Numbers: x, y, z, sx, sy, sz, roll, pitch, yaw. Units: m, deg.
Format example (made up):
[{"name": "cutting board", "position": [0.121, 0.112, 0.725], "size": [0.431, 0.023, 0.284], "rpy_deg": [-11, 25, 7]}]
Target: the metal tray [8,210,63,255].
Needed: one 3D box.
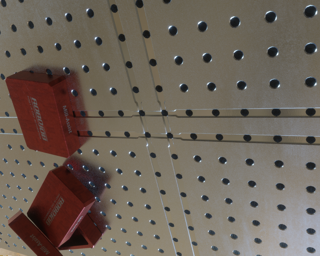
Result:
[{"name": "metal tray", "position": [-0.239, 0.221, 0.605], "size": [0.130, 0.030, 0.090], "rpy_deg": [51, 153, -9]}]

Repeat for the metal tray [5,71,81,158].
[{"name": "metal tray", "position": [-0.182, -0.020, 0.489], "size": [0.090, 0.030, 0.129], "rpy_deg": [10, 123, 22]}]

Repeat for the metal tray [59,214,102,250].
[{"name": "metal tray", "position": [-0.190, 0.203, 0.630], "size": [0.130, 0.030, 0.090], "rpy_deg": [-20, 108, 35]}]

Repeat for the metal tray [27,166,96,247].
[{"name": "metal tray", "position": [-0.182, 0.143, 0.563], "size": [0.090, 0.030, 0.129], "rpy_deg": [41, 117, 12]}]
